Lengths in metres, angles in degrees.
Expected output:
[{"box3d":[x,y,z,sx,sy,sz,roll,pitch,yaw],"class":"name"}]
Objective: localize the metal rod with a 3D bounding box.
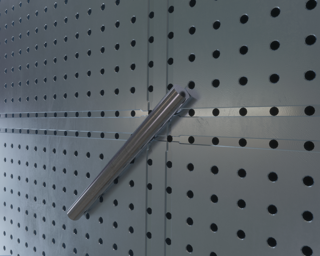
[{"box3d":[-0.060,0.051,0.460,0.299,0.025,0.025,-48,62,29],"class":"metal rod"}]
